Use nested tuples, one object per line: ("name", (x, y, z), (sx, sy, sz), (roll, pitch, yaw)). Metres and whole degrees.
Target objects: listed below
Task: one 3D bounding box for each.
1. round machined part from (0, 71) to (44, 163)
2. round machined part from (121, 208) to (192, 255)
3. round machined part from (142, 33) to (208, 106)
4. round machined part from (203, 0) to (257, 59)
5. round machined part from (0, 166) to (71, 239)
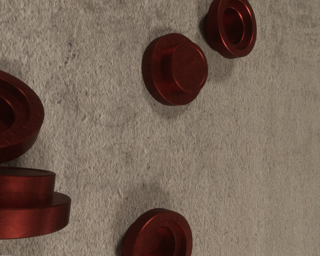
("round machined part", (-0.149, -0.006, 0.247), (0.099, 0.042, 0.098), (23, 34, -16))
("round machined part", (-0.008, 0.150, 0.389), (0.099, 0.042, 0.097), (0, 90, -40))
("round machined part", (0.027, -0.079, 0.419), (0.099, 0.042, 0.097), (0, 90, -40))
("round machined part", (0.106, -0.157, 0.485), (0.099, 0.042, 0.097), (0, 90, -40))
("round machined part", (-0.124, 0.056, 0.254), (0.099, 0.098, 0.042), (9, 85, -40))
